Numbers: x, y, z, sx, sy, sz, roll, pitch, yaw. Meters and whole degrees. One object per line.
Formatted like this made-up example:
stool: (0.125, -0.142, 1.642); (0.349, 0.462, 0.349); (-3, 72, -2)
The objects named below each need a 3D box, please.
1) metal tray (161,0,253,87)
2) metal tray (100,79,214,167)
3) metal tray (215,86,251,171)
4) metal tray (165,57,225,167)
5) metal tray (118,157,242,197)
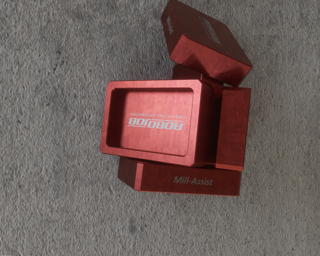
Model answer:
metal tray: (0.052, -0.109, 0.381); (0.091, 0.130, 0.030); (19, 125, -20)
metal tray: (-0.007, -0.008, 0.357); (0.030, 0.130, 0.089); (9, 86, -57)
metal tray: (0.092, 0.003, 0.393); (0.030, 0.130, 0.089); (6, 88, 13)
metal tray: (0.040, -0.021, 0.391); (0.030, 0.090, 0.129); (8, 88, -20)
metal tray: (0.022, 0.058, 0.384); (0.131, 0.090, 0.030); (7, 88, -20)
